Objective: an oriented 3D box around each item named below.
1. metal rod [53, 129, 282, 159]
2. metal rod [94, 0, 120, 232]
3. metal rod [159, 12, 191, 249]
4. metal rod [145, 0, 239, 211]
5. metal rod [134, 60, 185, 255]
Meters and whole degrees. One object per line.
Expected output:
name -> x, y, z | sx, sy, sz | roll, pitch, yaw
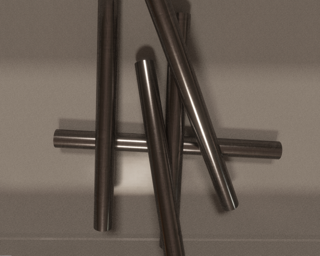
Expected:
metal rod -> 0.012, 0.022, 0.419 | 0.302, 0.025, 0.025 | 3, 110, -2
metal rod -> -0.067, -0.013, 0.383 | 0.025, 0.025, 0.298 | 3, 102, -2
metal rod -> 0.018, 0.013, 0.391 | 0.025, 0.025, 0.298 | 2, 101, -1
metal rod -> 0.045, -0.018, 0.371 | 0.025, 0.025, 0.299 | -20, 115, 7
metal rod -> 0.004, 0.066, 0.373 | 0.025, 0.025, 0.298 | -9, 86, 3
